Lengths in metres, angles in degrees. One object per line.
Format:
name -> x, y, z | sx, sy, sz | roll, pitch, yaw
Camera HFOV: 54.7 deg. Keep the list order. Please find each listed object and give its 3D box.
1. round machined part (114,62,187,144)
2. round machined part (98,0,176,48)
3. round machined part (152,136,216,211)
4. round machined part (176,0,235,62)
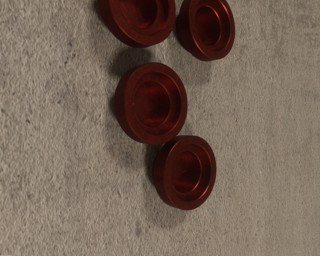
round machined part -> -0.015, -0.029, 0.383 | 0.099, 0.042, 0.097 | 0, 90, -40
round machined part -> -0.031, -0.144, 0.369 | 0.099, 0.042, 0.097 | 0, 90, -40
round machined part -> 0.029, 0.058, 0.420 | 0.099, 0.042, 0.097 | 0, 90, -40
round machined part -> 0.062, -0.145, 0.448 | 0.099, 0.042, 0.097 | 0, 90, -40
